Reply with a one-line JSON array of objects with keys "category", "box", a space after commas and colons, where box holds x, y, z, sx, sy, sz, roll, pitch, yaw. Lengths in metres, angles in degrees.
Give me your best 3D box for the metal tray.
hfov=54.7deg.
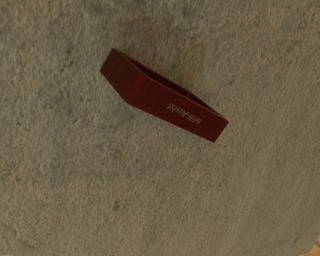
[{"category": "metal tray", "box": [0.006, -0.035, 0.347, 0.131, 0.090, 0.030, 23, 106, -37]}]
